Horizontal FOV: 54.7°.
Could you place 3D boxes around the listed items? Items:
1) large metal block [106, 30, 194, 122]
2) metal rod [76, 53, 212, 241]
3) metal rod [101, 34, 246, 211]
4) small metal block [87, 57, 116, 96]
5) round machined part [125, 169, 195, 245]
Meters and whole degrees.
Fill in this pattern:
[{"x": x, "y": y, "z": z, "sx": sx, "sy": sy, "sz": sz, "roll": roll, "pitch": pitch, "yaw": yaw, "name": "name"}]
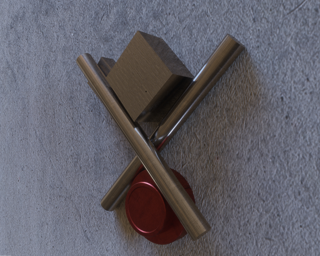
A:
[{"x": -0.014, "y": -0.064, "z": 0.401, "sx": 0.080, "sy": 0.050, "sz": 0.080, "roll": -49, "pitch": 61, "yaw": 28, "name": "large metal block"}, {"x": -0.034, "y": 0.006, "z": 0.399, "sx": 0.025, "sy": 0.025, "sz": 0.300, "roll": -51, "pitch": 61, "yaw": 28, "name": "metal rod"}, {"x": 0.002, "y": 0.010, "z": 0.405, "sx": 0.025, "sy": 0.025, "sz": 0.298, "roll": 52, "pitch": 120, "yaw": 27, "name": "metal rod"}, {"x": -0.078, "y": -0.071, "z": 0.470, "sx": 0.050, "sy": 0.025, "sz": 0.050, "roll": 50, "pitch": 119, "yaw": 28, "name": "small metal block"}, {"x": -0.006, "y": 0.101, "z": 0.398, "sx": 0.098, "sy": 0.042, "sz": 0.097, "roll": 0, "pitch": 90, "yaw": 39, "name": "round machined part"}]
